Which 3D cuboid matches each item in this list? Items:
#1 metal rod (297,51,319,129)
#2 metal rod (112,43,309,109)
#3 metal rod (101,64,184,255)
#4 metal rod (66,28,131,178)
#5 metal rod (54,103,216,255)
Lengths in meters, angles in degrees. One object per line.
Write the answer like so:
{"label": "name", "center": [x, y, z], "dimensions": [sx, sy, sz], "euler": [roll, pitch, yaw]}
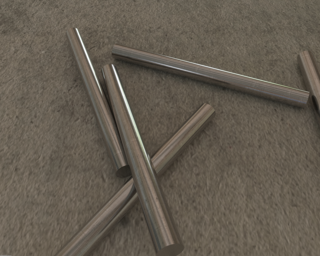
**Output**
{"label": "metal rod", "center": [0.224, -0.001, 0.406], "dimensions": [0.025, 0.025, 0.300], "euler": [4, 50, 3]}
{"label": "metal rod", "center": [0.067, -0.083, 0.473], "dimensions": [0.301, 0.025, 0.025], "euler": [17, 52, 13]}
{"label": "metal rod", "center": [-0.034, 0.009, 0.369], "dimensions": [0.025, 0.025, 0.300], "euler": [-13, 44, -11]}
{"label": "metal rod", "center": [-0.095, -0.056, 0.449], "dimensions": [0.025, 0.025, 0.300], "euler": [-17, 52, -14]}
{"label": "metal rod", "center": [-0.027, 0.067, 0.346], "dimensions": [0.025, 0.025, 0.301], "euler": [31, 56, 23]}
